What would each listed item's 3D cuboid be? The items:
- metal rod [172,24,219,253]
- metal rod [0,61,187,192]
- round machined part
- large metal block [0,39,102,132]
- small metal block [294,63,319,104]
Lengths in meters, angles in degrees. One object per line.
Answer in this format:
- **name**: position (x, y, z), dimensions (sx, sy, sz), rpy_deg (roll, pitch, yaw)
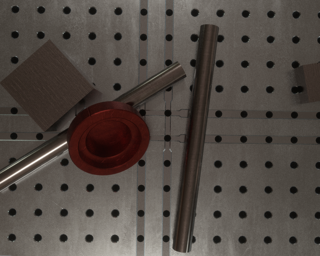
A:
- **metal rod**: position (0.048, 0.014, 0.414), dimensions (0.025, 0.025, 0.298), rpy_deg (7, 90, -1)
- **metal rod**: position (-0.099, 0.000, 0.412), dimensions (0.301, 0.025, 0.025), rpy_deg (-32, 90, -1)
- **round machined part**: position (-0.066, 0.009, 0.388), dimensions (0.099, 0.042, 0.097), rpy_deg (-12, 126, -16)
- **large metal block**: position (-0.137, -0.051, 0.399), dimensions (0.080, 0.050, 0.080), rpy_deg (-42, 91, 0)
- **small metal block**: position (0.215, -0.062, 0.416), dimensions (0.050, 0.025, 0.050), rpy_deg (-9, 90, -1)
